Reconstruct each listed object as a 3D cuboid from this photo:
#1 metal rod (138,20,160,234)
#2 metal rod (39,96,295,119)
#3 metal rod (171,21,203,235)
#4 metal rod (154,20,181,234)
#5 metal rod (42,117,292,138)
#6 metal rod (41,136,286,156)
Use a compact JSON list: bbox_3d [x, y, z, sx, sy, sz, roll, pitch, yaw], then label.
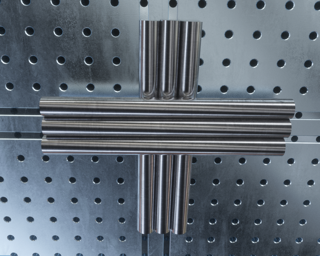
[{"bbox_3d":[-0.017,0.013,0.418,0.025,0.025,0.298,2,110,-1],"label":"metal rod"},{"bbox_3d":[0.009,-0.025,0.377,0.302,0.025,0.025,0,110,-1],"label":"metal rod"},{"bbox_3d":[0.033,0.014,0.419,0.025,0.025,0.298,2,110,-1],"label":"metal rod"},{"bbox_3d":[0.008,0.012,0.418,0.025,0.025,0.298,2,110,-1],"label":"metal rod"},{"bbox_3d":[0.009,-0.001,0.386,0.302,0.025,0.025,0,110,-1],"label":"metal rod"},{"bbox_3d":[0.005,0.022,0.395,0.302,0.025,0.025,0,110,-1],"label":"metal rod"}]
